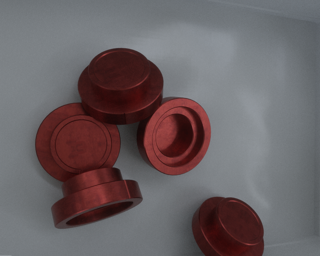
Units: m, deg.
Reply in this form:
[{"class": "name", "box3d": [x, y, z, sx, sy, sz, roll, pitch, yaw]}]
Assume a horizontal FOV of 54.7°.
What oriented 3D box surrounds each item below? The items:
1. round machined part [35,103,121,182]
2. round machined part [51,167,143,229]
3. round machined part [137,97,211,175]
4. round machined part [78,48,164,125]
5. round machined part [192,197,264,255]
[{"class": "round machined part", "box3d": [-0.095, 0.019, 0.367, 0.099, 0.042, 0.097, 0, 90, -20]}, {"class": "round machined part", "box3d": [-0.072, 0.077, 0.351, 0.099, 0.098, 0.042, -13, 68, -20]}, {"class": "round machined part", "box3d": [0.014, 0.008, 0.399, 0.099, 0.042, 0.097, -6, 101, -29]}, {"class": "round machined part", "box3d": [-0.045, -0.054, 0.357, 0.099, 0.042, 0.098, 1, 53, -1]}, {"class": "round machined part", "box3d": [0.095, 0.131, 0.407, 0.099, 0.098, 0.042, 15, 129, -19]}]
